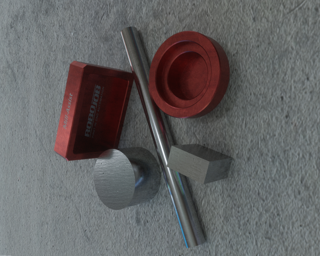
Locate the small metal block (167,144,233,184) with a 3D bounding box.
[{"bbox_3d":[0.045,0.038,0.348,0.050,0.050,0.025,21,104,37],"label":"small metal block"}]

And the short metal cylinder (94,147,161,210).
[{"bbox_3d":[-0.045,0.067,0.425,0.080,0.050,0.079,0,90,39],"label":"short metal cylinder"}]

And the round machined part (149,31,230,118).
[{"bbox_3d":[0.037,-0.060,0.363,0.098,0.042,0.097,0,90,39],"label":"round machined part"}]

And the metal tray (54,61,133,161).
[{"bbox_3d":[-0.091,-0.022,0.437,0.030,0.091,0.129,23,105,37],"label":"metal tray"}]

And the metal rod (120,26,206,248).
[{"bbox_3d":[-0.001,0.001,0.406,0.025,0.025,0.299,-28,73,36],"label":"metal rod"}]
